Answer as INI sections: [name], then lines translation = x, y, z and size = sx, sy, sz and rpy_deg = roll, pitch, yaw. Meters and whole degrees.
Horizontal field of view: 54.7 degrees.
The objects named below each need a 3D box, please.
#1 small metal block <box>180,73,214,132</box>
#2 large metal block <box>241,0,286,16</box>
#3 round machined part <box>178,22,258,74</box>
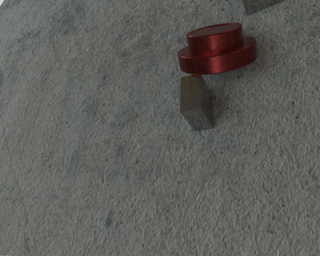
[small metal block]
translation = 0.046, -0.031, 0.382
size = 0.025, 0.050, 0.050
rpy_deg = -10, 57, 23
[large metal block]
translation = 0.150, -0.220, 0.445
size = 0.080, 0.050, 0.080
rpy_deg = -19, 54, 17
[round machined part]
translation = 0.070, -0.104, 0.390
size = 0.098, 0.042, 0.098
rpy_deg = -10, 25, 5
